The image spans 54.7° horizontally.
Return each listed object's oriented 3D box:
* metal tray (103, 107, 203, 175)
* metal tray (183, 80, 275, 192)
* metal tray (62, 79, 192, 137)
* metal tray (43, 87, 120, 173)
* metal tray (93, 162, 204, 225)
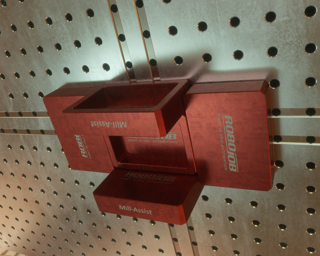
[{"bbox_3d":[-0.013,0.014,0.419,0.130,0.030,0.089,1,119,27],"label":"metal tray"},{"bbox_3d":[0.084,0.012,0.368,0.090,0.030,0.129,0,119,26],"label":"metal tray"},{"bbox_3d":[-0.037,-0.025,0.372,0.130,0.090,0.030,1,119,27],"label":"metal tray"},{"bbox_3d":[-0.113,0.005,0.468,0.090,0.030,0.129,1,119,27],"label":"metal tray"},{"bbox_3d":[-0.013,0.081,0.422,0.130,0.090,0.030,1,119,27],"label":"metal tray"}]
